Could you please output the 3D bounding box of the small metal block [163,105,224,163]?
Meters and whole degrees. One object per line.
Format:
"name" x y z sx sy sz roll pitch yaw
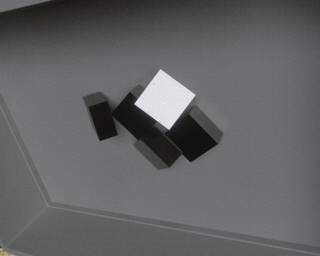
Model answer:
"small metal block" 0.042 0.008 0.388 0.050 0.025 0.050 46 129 -4

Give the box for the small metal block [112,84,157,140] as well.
"small metal block" -0.028 -0.020 0.407 0.050 0.025 0.050 44 129 -3

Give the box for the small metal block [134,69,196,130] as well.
"small metal block" 0.007 -0.033 0.367 0.050 0.025 0.050 37 94 3

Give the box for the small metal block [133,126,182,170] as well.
"small metal block" -0.005 0.028 0.410 0.050 0.025 0.050 45 160 -3

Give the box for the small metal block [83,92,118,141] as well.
"small metal block" -0.081 -0.017 0.420 0.050 0.025 0.050 -137 30 -61
